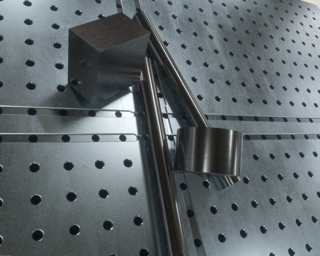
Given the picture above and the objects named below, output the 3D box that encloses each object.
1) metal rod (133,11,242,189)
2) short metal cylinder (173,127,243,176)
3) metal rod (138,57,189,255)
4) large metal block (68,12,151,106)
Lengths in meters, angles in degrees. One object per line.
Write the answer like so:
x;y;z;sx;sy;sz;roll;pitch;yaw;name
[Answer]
0.033;-0.052;0.457;0.025;0.025;0.299;-15;70;-34;metal rod
0.059;0.031;0.377;0.081;0.080;0.050;10;80;-23;short metal cylinder
0.000;0.036;0.386;0.025;0.025;0.299;4;60;-26;metal rod
-0.065;-0.086;0.384;0.050;0.079;0.081;39;49;18;large metal block
